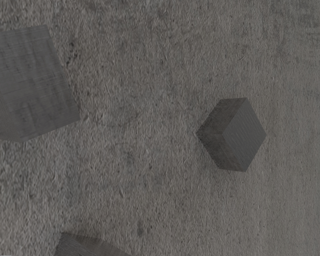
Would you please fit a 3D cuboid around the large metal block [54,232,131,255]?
[{"bbox_3d":[-0.073,0.158,0.308,0.050,0.080,0.080,27,73,-37],"label":"large metal block"}]

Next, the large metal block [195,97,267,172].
[{"bbox_3d":[0.113,0.010,0.483,0.080,0.050,0.080,-51,120,-28],"label":"large metal block"}]

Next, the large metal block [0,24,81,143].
[{"bbox_3d":[-0.122,-0.035,0.267,0.050,0.080,0.080,-27,107,-37],"label":"large metal block"}]
